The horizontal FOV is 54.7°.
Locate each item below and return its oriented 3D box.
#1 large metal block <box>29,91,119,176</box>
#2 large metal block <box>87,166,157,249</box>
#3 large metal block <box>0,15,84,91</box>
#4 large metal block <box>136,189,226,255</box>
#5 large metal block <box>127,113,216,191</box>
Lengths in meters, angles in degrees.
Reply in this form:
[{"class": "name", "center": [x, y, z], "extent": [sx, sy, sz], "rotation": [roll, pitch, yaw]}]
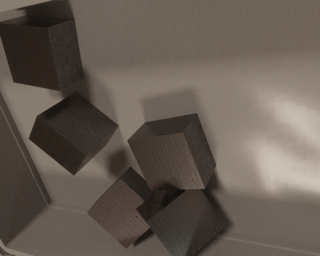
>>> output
[{"class": "large metal block", "center": [-0.120, 0.006, 0.438], "extent": [0.080, 0.080, 0.050], "rotation": [39, 129, 1]}, {"class": "large metal block", "center": [-0.048, 0.120, 0.474], "extent": [0.080, 0.050, 0.080], "rotation": [43, 107, -2]}, {"class": "large metal block", "center": [-0.155, -0.101, 0.410], "extent": [0.080, 0.050, 0.079], "rotation": [12, 124, 21]}, {"class": "large metal block", "center": [0.028, 0.122, 0.422], "extent": [0.080, 0.080, 0.050], "rotation": [57, 167, -16]}, {"class": "large metal block", "center": [0.017, 0.033, 0.403], "extent": [0.080, 0.050, 0.080], "rotation": [-10, 114, 32]}]
